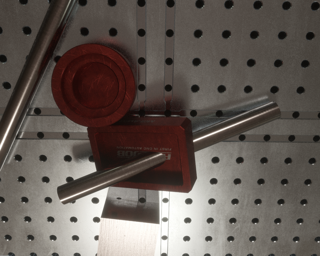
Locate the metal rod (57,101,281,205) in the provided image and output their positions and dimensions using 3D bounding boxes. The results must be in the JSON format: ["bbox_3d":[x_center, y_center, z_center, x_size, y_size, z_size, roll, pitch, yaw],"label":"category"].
[{"bbox_3d":[0.013,0.032,0.404,0.301,0.025,0.025,-22,109,-1],"label":"metal rod"}]

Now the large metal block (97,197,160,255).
[{"bbox_3d":[-0.046,0.154,0.456,0.081,0.050,0.079,8,110,-3],"label":"large metal block"}]

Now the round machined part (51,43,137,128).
[{"bbox_3d":[-0.077,-0.052,0.379,0.099,0.042,0.097,0,101,2],"label":"round machined part"}]

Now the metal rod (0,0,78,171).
[{"bbox_3d":[-0.160,-0.067,0.386,0.025,0.025,0.298,28,107,-10],"label":"metal rod"}]

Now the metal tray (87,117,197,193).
[{"bbox_3d":[-0.023,0.033,0.399,0.130,0.030,0.089,0,112,21],"label":"metal tray"}]
